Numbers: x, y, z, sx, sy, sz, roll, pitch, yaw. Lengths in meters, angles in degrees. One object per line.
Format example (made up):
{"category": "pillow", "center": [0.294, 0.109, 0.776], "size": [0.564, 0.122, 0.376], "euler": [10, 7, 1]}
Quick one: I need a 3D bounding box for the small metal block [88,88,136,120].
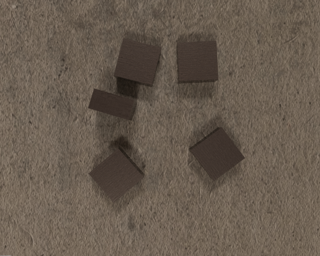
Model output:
{"category": "small metal block", "center": [-0.059, -0.029, 0.397], "size": [0.050, 0.050, 0.025], "euler": [17, 90, -1]}

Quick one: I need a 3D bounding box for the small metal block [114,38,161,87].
{"category": "small metal block", "center": [-0.029, -0.085, 0.410], "size": [0.050, 0.025, 0.050], "euler": [14, 90, -1]}

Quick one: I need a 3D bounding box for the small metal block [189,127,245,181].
{"category": "small metal block", "center": [0.075, 0.034, 0.411], "size": [0.050, 0.025, 0.050], "euler": [-37, 90, 0]}

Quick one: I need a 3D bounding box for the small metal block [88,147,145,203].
{"category": "small metal block", "center": [-0.056, 0.061, 0.409], "size": [0.050, 0.025, 0.050], "euler": [-41, 91, 0]}

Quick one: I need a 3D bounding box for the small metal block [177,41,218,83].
{"category": "small metal block", "center": [0.049, -0.086, 0.411], "size": [0.050, 0.025, 0.050], "euler": [-3, 90, -1]}
